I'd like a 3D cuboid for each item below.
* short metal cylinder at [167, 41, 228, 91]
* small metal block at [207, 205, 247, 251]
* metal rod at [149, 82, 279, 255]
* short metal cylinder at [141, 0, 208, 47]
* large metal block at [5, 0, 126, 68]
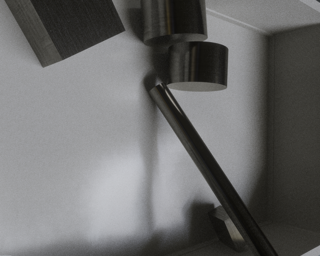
[{"bbox_3d":[0.050,-0.079,0.415,0.081,0.080,0.050,4,88,-40],"label":"short metal cylinder"},{"bbox_3d":[0.104,0.151,0.472,0.025,0.050,0.050,-26,97,-18],"label":"small metal block"},{"bbox_3d":[0.076,0.072,0.391,0.025,0.025,0.299,-28,82,-37],"label":"metal rod"},{"bbox_3d":[0.018,-0.134,0.387,0.081,0.080,0.050,-8,96,-40],"label":"short metal cylinder"},{"bbox_3d":[-0.095,-0.117,0.312,0.080,0.050,0.080,-38,114,-34],"label":"large metal block"}]
